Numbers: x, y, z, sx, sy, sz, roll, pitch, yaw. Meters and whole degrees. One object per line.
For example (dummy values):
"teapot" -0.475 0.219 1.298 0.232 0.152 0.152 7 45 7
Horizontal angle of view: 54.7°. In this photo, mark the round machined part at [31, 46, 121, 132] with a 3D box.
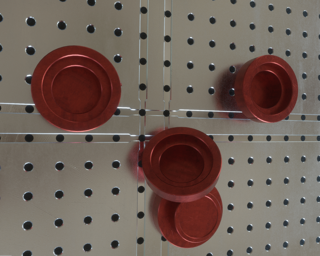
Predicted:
"round machined part" -0.099 -0.044 0.367 0.099 0.042 0.097 0 90 -21

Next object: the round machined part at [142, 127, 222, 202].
"round machined part" 0.027 0.050 0.397 0.099 0.042 0.098 -1 54 2

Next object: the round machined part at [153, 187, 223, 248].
"round machined part" 0.043 0.115 0.421 0.099 0.042 0.097 0 90 -21

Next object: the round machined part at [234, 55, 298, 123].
"round machined part" 0.152 -0.056 0.462 0.099 0.042 0.097 0 90 -21
